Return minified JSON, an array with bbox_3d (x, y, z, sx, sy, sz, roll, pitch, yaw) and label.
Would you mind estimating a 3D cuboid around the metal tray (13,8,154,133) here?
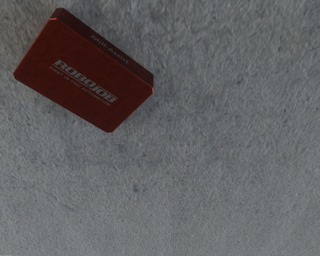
[{"bbox_3d":[-0.083,-0.058,0.353,0.130,0.030,0.090,33,122,-26],"label":"metal tray"}]
